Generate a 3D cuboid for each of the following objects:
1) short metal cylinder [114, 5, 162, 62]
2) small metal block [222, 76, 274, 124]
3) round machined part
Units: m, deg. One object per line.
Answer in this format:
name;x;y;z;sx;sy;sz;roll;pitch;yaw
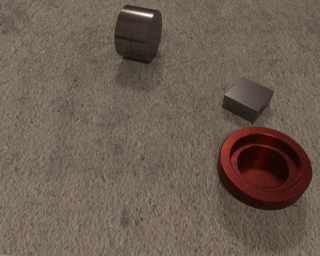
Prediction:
short metal cylinder;-0.033;-0.150;0.493;0.050;0.080;0.080;14;51;11
small metal block;0.125;-0.041;0.439;0.050;0.025;0.050;32;57;23
round machined part;0.114;0.049;0.353;0.099;0.042;0.098;0;50;0
